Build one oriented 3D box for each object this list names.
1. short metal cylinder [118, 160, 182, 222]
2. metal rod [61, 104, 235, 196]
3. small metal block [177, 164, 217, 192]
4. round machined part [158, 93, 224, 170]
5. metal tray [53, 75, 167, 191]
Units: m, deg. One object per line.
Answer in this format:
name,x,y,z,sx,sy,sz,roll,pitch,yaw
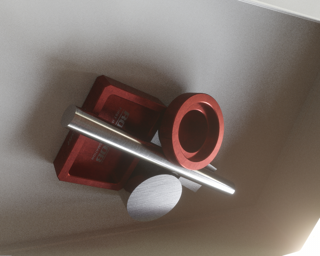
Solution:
short metal cylinder,-0.017,0.083,0.433,0.081,0.050,0.079,-14,125,-21
metal rod,0.010,0.043,0.403,0.301,0.025,0.025,29,102,-40
small metal block,0.051,0.065,0.476,0.050,0.025,0.050,-49,129,6
round machined part,0.036,0.003,0.403,0.099,0.042,0.097,-7,101,-41
metal tray,-0.060,0.011,0.378,0.091,0.030,0.129,20,108,-36
